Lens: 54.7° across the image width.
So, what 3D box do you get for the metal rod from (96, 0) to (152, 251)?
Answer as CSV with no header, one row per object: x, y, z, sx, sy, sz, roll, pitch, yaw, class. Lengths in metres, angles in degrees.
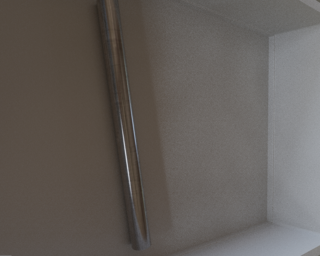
-0.042,0.001,0.373,0.025,0.025,0.298,-12,98,-40,metal rod
